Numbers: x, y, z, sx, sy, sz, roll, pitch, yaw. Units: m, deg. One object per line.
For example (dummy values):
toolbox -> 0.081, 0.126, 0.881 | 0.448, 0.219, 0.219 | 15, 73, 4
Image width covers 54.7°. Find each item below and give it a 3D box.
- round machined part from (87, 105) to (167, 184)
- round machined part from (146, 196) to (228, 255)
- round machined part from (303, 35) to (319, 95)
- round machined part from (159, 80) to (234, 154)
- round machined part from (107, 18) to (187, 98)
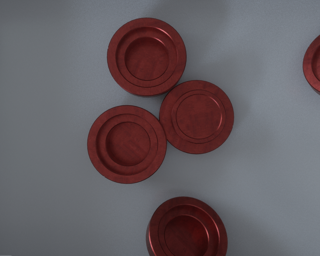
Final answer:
round machined part -> -0.040, 0.020, 0.401 | 0.099, 0.042, 0.097 | 0, 91, 2
round machined part -> 0.031, 0.140, 0.387 | 0.099, 0.042, 0.098 | 8, 52, -10
round machined part -> 0.237, -0.079, 0.390 | 0.098, 0.042, 0.098 | -12, 70, 35
round machined part -> 0.048, -0.014, 0.404 | 0.099, 0.042, 0.097 | 0, 90, -1
round machined part -> -0.016, -0.088, 0.403 | 0.099, 0.042, 0.097 | 0, 90, -1
